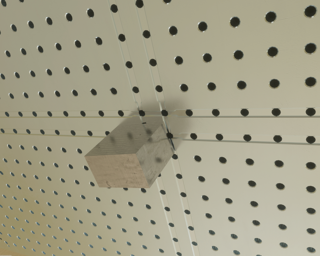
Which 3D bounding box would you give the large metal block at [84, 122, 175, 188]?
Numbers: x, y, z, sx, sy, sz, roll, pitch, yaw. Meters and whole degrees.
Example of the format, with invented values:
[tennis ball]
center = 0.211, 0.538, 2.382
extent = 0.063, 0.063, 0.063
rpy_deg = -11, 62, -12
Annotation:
[large metal block]
center = -0.038, 0.035, 0.416
extent = 0.080, 0.080, 0.050
rpy_deg = -6, 116, 30
